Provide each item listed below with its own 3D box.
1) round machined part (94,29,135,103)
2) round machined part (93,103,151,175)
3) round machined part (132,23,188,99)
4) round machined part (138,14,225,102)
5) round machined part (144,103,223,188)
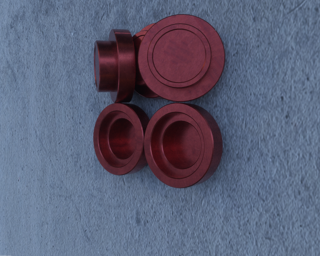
[{"bbox_3d":[-0.064,-0.082,0.415,0.098,0.042,0.097,177,89,-73],"label":"round machined part"},{"bbox_3d":[-0.045,0.015,0.430,0.098,0.042,0.097,0,90,39],"label":"round machined part"},{"bbox_3d":[-0.010,-0.088,0.401,0.098,0.042,0.097,0,90,39],"label":"round machined part"},{"bbox_3d":[0.023,-0.078,0.346,0.099,0.042,0.097,1,95,8],"label":"round machined part"},{"bbox_3d":[0.031,0.020,0.368,0.098,0.042,0.097,0,90,39],"label":"round machined part"}]
